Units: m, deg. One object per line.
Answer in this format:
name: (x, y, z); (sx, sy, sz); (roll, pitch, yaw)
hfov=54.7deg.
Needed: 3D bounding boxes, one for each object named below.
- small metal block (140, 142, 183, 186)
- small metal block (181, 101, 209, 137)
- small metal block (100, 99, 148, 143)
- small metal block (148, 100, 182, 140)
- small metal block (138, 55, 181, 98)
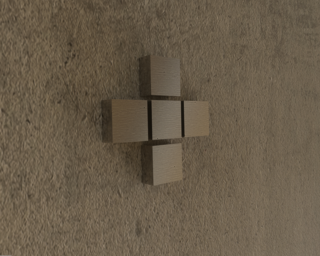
small metal block: (0.002, 0.046, 0.411); (0.050, 0.025, 0.050); (-3, 92, -40)
small metal block: (0.044, -0.013, 0.446); (0.050, 0.025, 0.050); (-2, 92, -40)
small metal block: (-0.042, -0.008, 0.372); (0.050, 0.025, 0.050); (-2, 92, -40)
small metal block: (0.001, -0.011, 0.409); (0.050, 0.025, 0.050); (-2, 92, -40)
small metal block: (0.000, -0.067, 0.408); (0.050, 0.025, 0.050); (-2, 92, -40)
